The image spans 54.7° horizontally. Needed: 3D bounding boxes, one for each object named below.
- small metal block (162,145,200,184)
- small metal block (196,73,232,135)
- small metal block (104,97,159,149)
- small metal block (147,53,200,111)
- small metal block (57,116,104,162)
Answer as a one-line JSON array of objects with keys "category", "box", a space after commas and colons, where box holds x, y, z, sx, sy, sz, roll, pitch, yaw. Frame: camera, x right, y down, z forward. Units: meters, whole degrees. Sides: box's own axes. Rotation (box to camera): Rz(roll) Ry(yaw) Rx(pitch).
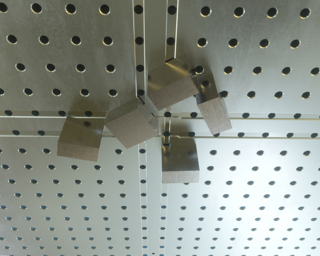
[{"category": "small metal block", "box": [0.028, 0.051, 0.439, 0.050, 0.050, 0.025, -2, 130, 1]}, {"category": "small metal block", "box": [0.063, -0.029, 0.372, 0.025, 0.050, 0.050, -20, 128, 16]}, {"category": "small metal block", "box": [-0.036, -0.006, 0.407, 0.050, 0.025, 0.050, -25, 126, 19]}, {"category": "small metal block", "box": [0.014, -0.053, 0.351, 0.050, 0.050, 0.025, -23, 127, 18]}, {"category": "small metal block", "box": [-0.103, 0.014, 0.406, 0.050, 0.050, 0.025, 11, 129, -10]}]
